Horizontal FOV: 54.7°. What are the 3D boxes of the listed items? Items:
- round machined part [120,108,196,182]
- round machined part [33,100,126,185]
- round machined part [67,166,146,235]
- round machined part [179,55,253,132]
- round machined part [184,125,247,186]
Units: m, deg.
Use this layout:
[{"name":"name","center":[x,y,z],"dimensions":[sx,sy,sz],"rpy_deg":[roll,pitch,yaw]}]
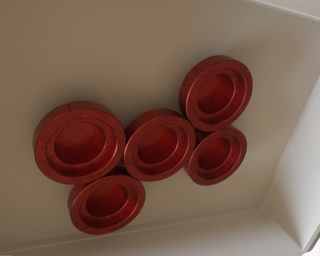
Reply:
[{"name":"round machined part","center":[-0.007,0.018,0.401],"dimensions":[0.099,0.042,0.097],"rpy_deg":[-14,124,-21]},{"name":"round machined part","center":[-0.092,0.013,0.352],"dimensions":[0.099,0.042,0.097],"rpy_deg":[-14,124,-21]},{"name":"round machined part","center":[-0.072,0.090,0.410],"dimensions":[0.099,0.042,0.097],"rpy_deg":[-14,124,-21]},{"name":"round machined part","center":[0.067,-0.047,0.402],"dimensions":[0.099,0.042,0.097],"rpy_deg":[-14,124,-21]},{"name":"round machined part","center":[0.075,0.033,0.456],"dimensions":[0.099,0.042,0.097],"rpy_deg":[-14,124,-21]}]
